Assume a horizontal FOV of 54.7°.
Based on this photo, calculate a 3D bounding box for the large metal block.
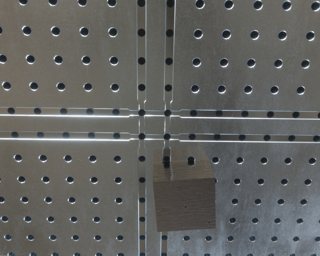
[{"bbox_3d":[0.034,0.095,0.436,0.081,0.050,0.079,-4,110,1],"label":"large metal block"}]
